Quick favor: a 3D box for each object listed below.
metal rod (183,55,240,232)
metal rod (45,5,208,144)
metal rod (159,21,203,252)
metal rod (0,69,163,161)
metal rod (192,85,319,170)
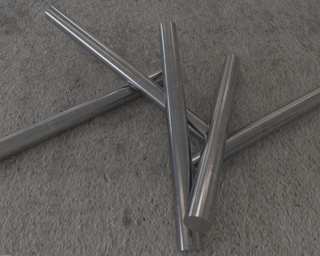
[{"bbox_3d":[0.074,-0.010,0.384,0.025,0.025,0.301,13,43,10],"label":"metal rod"},{"bbox_3d":[-0.050,-0.082,0.432,0.300,0.025,0.025,39,60,14],"label":"metal rod"},{"bbox_3d":[0.020,-0.012,0.373,0.025,0.025,0.299,-3,62,-2],"label":"metal rod"},{"bbox_3d":[-0.114,-0.015,0.414,0.302,0.025,0.025,-27,55,-21],"label":"metal rod"},{"bbox_3d":[0.163,-0.015,0.416,0.302,0.025,0.025,-26,55,-20],"label":"metal rod"}]
